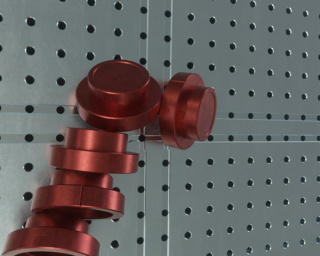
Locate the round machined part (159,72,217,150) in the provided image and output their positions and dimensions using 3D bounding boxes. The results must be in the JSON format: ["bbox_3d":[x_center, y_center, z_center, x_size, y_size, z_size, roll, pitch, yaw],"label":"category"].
[{"bbox_3d":[0.041,-0.020,0.391,0.099,0.042,0.097,-33,129,-55],"label":"round machined part"}]

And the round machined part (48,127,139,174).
[{"bbox_3d":[-0.072,0.024,0.348,0.099,0.098,0.042,7,87,-20],"label":"round machined part"}]

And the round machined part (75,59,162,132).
[{"bbox_3d":[-0.047,-0.044,0.356,0.099,0.098,0.042,-14,136,-20],"label":"round machined part"}]

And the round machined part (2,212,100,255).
[{"bbox_3d":[-0.116,0.126,0.342,0.099,0.097,0.042,16,49,-20],"label":"round machined part"}]

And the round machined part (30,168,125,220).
[{"bbox_3d":[-0.088,0.075,0.346,0.099,0.098,0.042,11,64,-20],"label":"round machined part"}]
